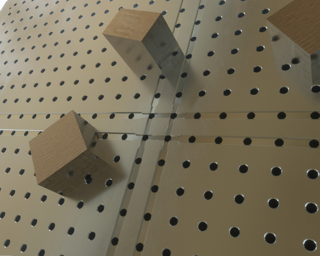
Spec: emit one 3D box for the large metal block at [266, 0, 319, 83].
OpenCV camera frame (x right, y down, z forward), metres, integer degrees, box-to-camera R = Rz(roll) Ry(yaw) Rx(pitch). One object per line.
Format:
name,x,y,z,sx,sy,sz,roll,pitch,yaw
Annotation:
large metal block,0.187,-0.114,0.364,0.080,0.050,0.080,-33,51,6

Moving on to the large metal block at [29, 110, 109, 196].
large metal block,-0.131,0.035,0.441,0.080,0.050,0.080,-35,51,5

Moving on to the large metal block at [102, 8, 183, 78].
large metal block,-0.025,-0.128,0.465,0.080,0.080,0.050,22,74,36
